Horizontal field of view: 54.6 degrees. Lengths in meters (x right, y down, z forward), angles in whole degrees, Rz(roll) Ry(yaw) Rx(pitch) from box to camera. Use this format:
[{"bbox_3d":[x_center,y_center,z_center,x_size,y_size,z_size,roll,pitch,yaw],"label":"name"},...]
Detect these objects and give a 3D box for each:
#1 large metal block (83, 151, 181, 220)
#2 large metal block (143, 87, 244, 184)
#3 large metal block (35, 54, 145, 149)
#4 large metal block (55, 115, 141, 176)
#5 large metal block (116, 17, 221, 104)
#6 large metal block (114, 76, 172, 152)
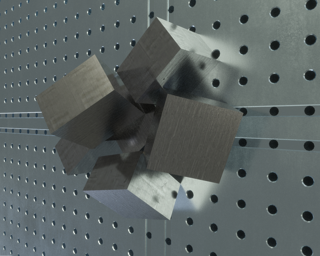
[{"bbox_3d":[-0.035,0.075,0.394,0.080,0.080,0.050,-11,47,39],"label":"large metal block"},{"bbox_3d":[0.032,0.007,0.338,0.050,0.080,0.080,-115,39,-73],"label":"large metal block"},{"bbox_3d":[-0.077,-0.025,0.356,0.080,0.080,0.050,-34,67,8],"label":"large metal block"},{"bbox_3d":[-0.089,0.021,0.447,0.080,0.081,0.050,-46,63,30],"label":"large metal block"},{"bbox_3d":[0.010,-0.073,0.366,0.080,0.081,0.050,-47,63,30],"label":"large metal block"},{"bbox_3d":[-0.020,-0.012,0.413,0.080,0.050,0.080,-47,62,30],"label":"large metal block"}]
